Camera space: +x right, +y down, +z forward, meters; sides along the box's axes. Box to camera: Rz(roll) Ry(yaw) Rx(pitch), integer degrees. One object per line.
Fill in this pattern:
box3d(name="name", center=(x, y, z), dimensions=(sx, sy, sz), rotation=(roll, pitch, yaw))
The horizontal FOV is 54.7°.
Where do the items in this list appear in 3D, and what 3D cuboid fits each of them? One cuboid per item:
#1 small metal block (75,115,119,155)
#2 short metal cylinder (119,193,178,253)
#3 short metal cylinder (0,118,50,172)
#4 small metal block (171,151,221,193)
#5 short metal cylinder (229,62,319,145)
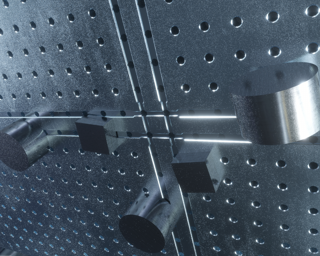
box3d(name="small metal block", center=(-0.095, 0.010, 0.467), dimensions=(0.050, 0.025, 0.050), rotation=(7, 122, 24))
box3d(name="short metal cylinder", center=(-0.018, 0.153, 0.499), dimensions=(0.080, 0.050, 0.079), rotation=(13, 124, 21))
box3d(name="short metal cylinder", center=(-0.243, 0.029, 0.541), dimensions=(0.080, 0.050, 0.079), rotation=(13, 124, 21))
box3d(name="small metal block", center=(0.049, 0.061, 0.423), dimensions=(0.050, 0.025, 0.050), rotation=(-7, 115, 31))
box3d(name="short metal cylinder", center=(0.113, -0.025, 0.300), dimensions=(0.080, 0.080, 0.050), rotation=(-7, 115, 31))
